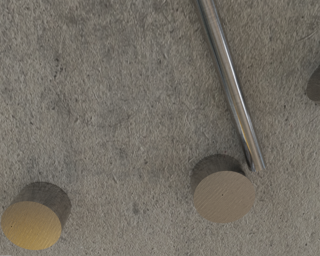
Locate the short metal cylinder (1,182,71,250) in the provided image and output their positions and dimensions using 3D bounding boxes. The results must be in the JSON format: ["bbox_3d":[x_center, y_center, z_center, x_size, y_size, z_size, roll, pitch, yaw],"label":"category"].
[{"bbox_3d":[-0.173,0.124,0.440,0.081,0.050,0.079,0,110,0],"label":"short metal cylinder"}]

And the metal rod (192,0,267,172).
[{"bbox_3d":[0.080,-0.077,0.382,0.025,0.025,0.299,-21,109,7],"label":"metal rod"}]

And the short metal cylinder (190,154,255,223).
[{"bbox_3d":[0.084,0.083,0.428,0.081,0.050,0.079,0,110,0],"label":"short metal cylinder"}]

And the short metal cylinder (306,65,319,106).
[{"bbox_3d":[0.223,-0.052,0.363,0.050,0.080,0.080,33,107,-11],"label":"short metal cylinder"}]
